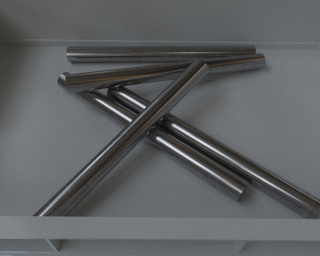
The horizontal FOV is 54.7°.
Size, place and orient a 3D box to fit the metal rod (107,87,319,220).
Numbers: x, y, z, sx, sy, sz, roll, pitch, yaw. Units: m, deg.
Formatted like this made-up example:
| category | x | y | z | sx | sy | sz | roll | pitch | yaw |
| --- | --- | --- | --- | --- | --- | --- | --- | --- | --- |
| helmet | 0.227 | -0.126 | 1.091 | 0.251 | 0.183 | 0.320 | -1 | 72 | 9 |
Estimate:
| category | x | y | z | sx | sy | sz | roll | pitch | yaw |
| --- | --- | --- | --- | --- | --- | --- | --- | --- | --- |
| metal rod | 0.050 | 0.017 | 0.391 | 0.300 | 0.025 | 0.025 | 31 | 57 | 23 |

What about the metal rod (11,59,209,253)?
| category | x | y | z | sx | sy | sz | roll | pitch | yaw |
| --- | --- | --- | --- | --- | --- | --- | --- | --- | --- |
| metal rod | -0.041 | 0.016 | 0.363 | 0.025 | 0.025 | 0.301 | 34 | 65 | 24 |

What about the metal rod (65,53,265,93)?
| category | x | y | z | sx | sy | sz | roll | pitch | yaw |
| --- | --- | --- | --- | --- | --- | --- | --- | --- | --- |
| metal rod | 0.019 | -0.083 | 0.454 | 0.302 | 0.025 | 0.025 | -10 | 51 | -17 |

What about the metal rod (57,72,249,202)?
| category | x | y | z | sx | sy | sz | roll | pitch | yaw |
| --- | --- | --- | --- | --- | --- | --- | --- | --- | --- |
| metal rod | -0.025 | 0.000 | 0.404 | 0.300 | 0.025 | 0.025 | 31 | 57 | 23 |

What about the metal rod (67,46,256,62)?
| category | x | y | z | sx | sy | sz | roll | pitch | yaw |
| --- | --- | --- | --- | --- | --- | --- | --- | --- | --- |
| metal rod | 0.003 | -0.121 | 0.506 | 0.302 | 0.025 | 0.025 | -1 | 50 | -1 |
